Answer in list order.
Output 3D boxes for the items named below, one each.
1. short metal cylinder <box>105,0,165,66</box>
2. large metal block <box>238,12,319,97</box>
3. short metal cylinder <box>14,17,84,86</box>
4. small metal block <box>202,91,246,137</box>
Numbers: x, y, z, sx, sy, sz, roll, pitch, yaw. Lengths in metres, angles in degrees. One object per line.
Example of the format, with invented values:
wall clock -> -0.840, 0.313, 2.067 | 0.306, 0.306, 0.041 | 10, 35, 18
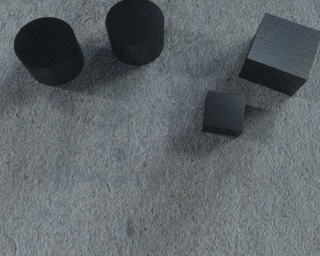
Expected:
short metal cylinder -> -0.034, -0.137, 0.445 | 0.081, 0.050, 0.080 | 0, 70, 0
large metal block -> 0.167, -0.102, 0.434 | 0.080, 0.050, 0.080 | 22, 72, 8
short metal cylinder -> -0.152, -0.106, 0.432 | 0.081, 0.050, 0.080 | 0, 70, 0
small metal block -> 0.085, -0.019, 0.416 | 0.050, 0.025, 0.050 | 9, 70, 3
